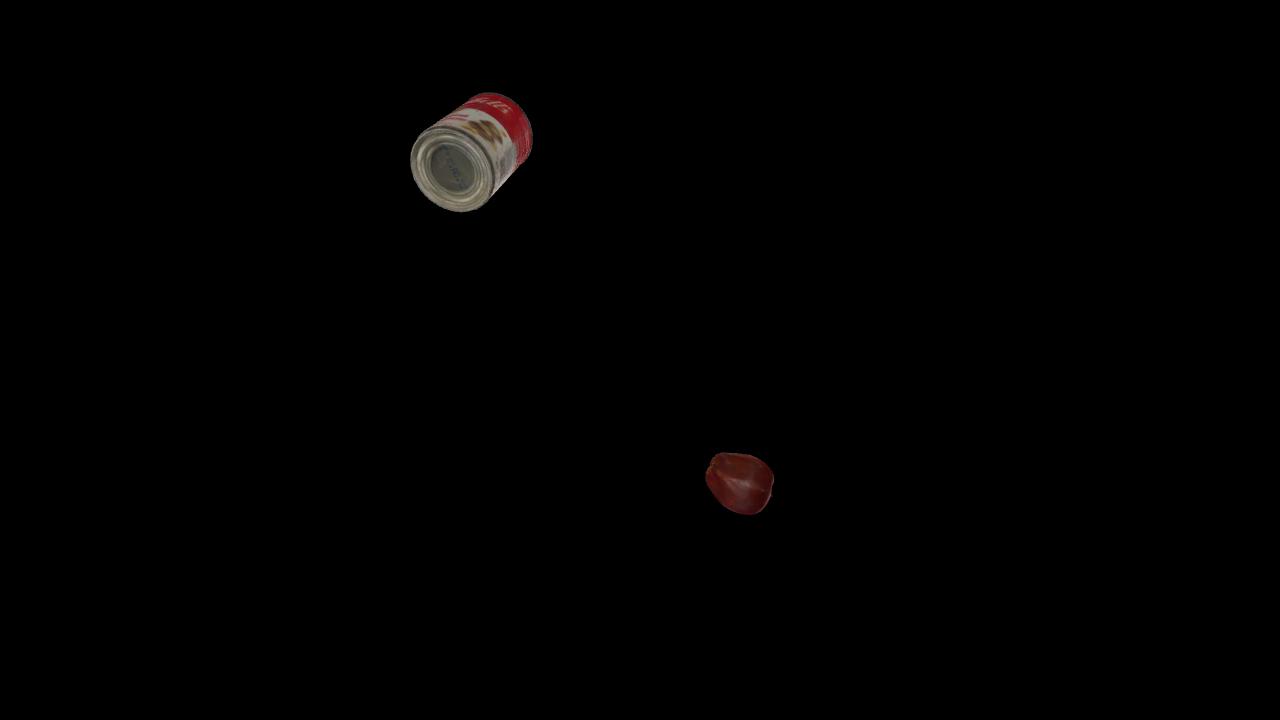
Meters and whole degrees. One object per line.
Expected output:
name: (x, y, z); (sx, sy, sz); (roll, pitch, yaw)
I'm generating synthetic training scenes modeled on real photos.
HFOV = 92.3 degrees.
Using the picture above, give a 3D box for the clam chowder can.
clam chowder can: (-0.134, -0.170, 0.501); (0.068, 0.068, 0.102); (0, 37, 10)

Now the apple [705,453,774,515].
apple: (0.134, 0.163, 0.818); (0.093, 0.079, 0.079); (26, 1, 3)
